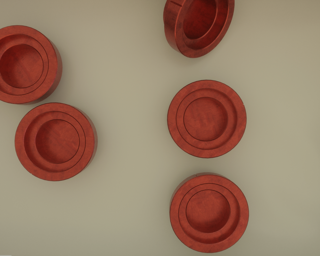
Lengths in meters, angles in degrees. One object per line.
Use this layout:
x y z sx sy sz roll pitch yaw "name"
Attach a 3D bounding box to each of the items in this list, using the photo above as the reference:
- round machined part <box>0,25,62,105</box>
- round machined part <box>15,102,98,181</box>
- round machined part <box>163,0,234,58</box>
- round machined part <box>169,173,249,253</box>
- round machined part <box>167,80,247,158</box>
-0.175 -0.078 0.401 0.099 0.042 0.097 0 90 0 "round machined part"
-0.130 0.017 0.402 0.099 0.042 0.097 0 90 0 "round machined part"
0.043 -0.141 0.385 0.098 0.098 0.042 -49 55 0 "round machined part"
0.061 0.106 0.403 0.099 0.042 0.097 0 90 0 "round machined part"
0.058 -0.011 0.403 0.099 0.042 0.097 0 90 0 "round machined part"
